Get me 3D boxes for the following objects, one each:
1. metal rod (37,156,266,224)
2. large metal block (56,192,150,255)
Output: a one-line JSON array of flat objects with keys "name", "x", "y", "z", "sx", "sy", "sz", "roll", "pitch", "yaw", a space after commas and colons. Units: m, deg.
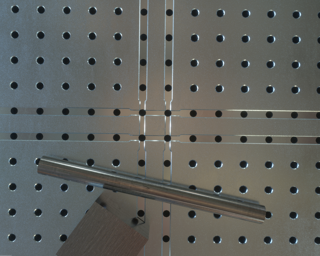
[{"name": "metal rod", "x": -0.010, "y": 0.082, "z": 0.413, "sx": 0.302, "sy": 0.025, "sz": 0.025, "roll": 13, "pitch": 90, "yaw": -1}, {"name": "large metal block", "x": -0.070, "y": 0.144, "z": 0.400, "sx": 0.080, "sy": 0.050, "sz": 0.080, "roll": 36, "pitch": 90, "yaw": -1}]
